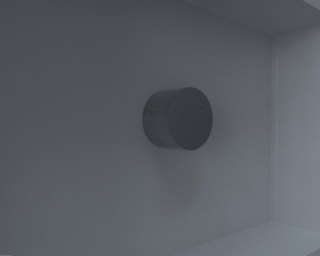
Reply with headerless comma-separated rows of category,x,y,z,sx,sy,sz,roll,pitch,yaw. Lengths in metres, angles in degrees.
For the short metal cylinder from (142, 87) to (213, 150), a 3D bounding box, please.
short metal cylinder,0.024,-0.012,0.409,0.081,0.050,0.080,0,90,-40
